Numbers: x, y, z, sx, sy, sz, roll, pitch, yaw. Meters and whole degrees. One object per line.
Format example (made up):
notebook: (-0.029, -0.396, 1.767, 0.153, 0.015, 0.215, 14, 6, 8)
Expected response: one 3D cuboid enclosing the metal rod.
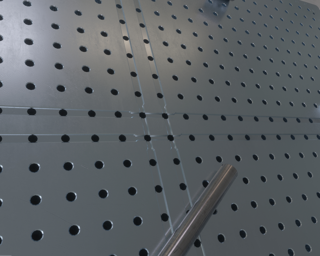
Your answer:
metal rod: (0.009, 0.139, 0.328, 0.025, 0.025, 0.302, 45, 51, 2)
